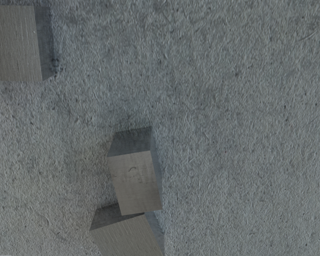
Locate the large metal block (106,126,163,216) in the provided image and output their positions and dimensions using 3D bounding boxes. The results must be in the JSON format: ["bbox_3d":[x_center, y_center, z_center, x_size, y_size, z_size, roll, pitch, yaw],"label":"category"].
[{"bbox_3d":[-0.029,0.052,0.399,0.050,0.080,0.079,-10,110,3],"label":"large metal block"}]

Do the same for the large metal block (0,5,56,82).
[{"bbox_3d":[-0.172,-0.099,0.358,0.081,0.050,0.079,1,110,-1],"label":"large metal block"}]

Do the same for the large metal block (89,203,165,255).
[{"bbox_3d":[-0.045,0.154,0.453,0.080,0.050,0.080,-19,109,6],"label":"large metal block"}]
